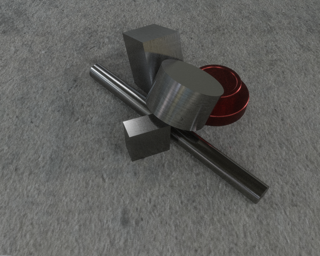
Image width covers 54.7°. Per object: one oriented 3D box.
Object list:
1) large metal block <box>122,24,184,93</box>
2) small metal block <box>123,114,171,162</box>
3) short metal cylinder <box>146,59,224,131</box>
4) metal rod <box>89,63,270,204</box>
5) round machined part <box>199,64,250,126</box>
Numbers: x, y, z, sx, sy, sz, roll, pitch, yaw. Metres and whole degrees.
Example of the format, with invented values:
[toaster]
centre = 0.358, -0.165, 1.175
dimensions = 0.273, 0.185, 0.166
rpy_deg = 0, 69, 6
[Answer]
[large metal block]
centre = -0.008, -0.095, 0.435
dimensions = 0.050, 0.080, 0.080
rpy_deg = -22, 32, -16
[small metal block]
centre = -0.016, 0.011, 0.380
dimensions = 0.050, 0.050, 0.025
rpy_deg = -16, 52, -14
[short metal cylinder]
centre = 0.029, -0.041, 0.375
dimensions = 0.080, 0.050, 0.080
rpy_deg = 19, 31, -12
[metal rod]
centre = 0.008, -0.007, 0.411
dimensions = 0.300, 0.025, 0.025
rpy_deg = 38, 59, 27
[round machined part]
centre = 0.077, -0.053, 0.438
dimensions = 0.099, 0.042, 0.098
rpy_deg = 0, 50, 0
